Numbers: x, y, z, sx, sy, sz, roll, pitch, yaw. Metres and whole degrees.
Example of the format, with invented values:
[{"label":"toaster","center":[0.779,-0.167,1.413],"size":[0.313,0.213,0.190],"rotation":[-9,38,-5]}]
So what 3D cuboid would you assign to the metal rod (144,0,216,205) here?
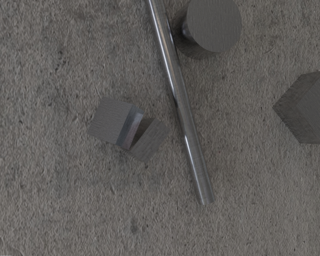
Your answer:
[{"label":"metal rod","center":[0.026,-0.041,0.418],"size":[0.025,0.025,0.298],"rotation":[-17,96,-19]}]

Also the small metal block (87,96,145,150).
[{"label":"small metal block","center":[-0.054,-0.006,0.373],"size":[0.025,0.050,0.050],"rotation":[32,77,-53]}]

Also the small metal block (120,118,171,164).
[{"label":"small metal block","center":[-0.019,0.015,0.389],"size":[0.025,0.050,0.050],"rotation":[40,77,-16]}]

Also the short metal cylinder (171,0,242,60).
[{"label":"short metal cylinder","center":[0.062,-0.137,0.419],"size":[0.081,0.050,0.080],"rotation":[0,90,-20]}]

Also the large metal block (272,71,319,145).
[{"label":"large metal block","center":[0.239,-0.031,0.484],"size":[0.080,0.050,0.080],"rotation":[-46,105,-14]}]
